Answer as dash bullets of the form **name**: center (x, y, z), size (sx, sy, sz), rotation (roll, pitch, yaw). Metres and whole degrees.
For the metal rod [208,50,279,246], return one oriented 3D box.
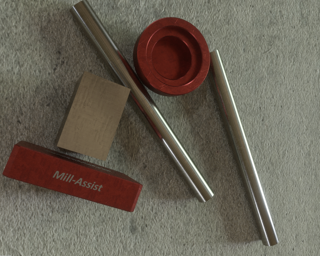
- **metal rod**: center (0.120, 0.034, 0.454), size (0.025, 0.025, 0.298), rotation (-22, 98, -19)

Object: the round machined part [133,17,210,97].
- **round machined part**: center (0.012, -0.090, 0.405), size (0.099, 0.042, 0.097), rotation (0, 90, -21)

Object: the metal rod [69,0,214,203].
- **metal rod**: center (-0.017, -0.026, 0.403), size (0.025, 0.025, 0.299), rotation (-37, 102, -16)

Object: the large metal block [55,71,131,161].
- **large metal block**: center (-0.079, -0.012, 0.351), size (0.050, 0.080, 0.080), rotation (21, 83, -19)

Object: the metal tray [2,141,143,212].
- **metal tray**: center (-0.094, 0.051, 0.340), size (0.131, 0.090, 0.030), rotation (22, 83, -19)
